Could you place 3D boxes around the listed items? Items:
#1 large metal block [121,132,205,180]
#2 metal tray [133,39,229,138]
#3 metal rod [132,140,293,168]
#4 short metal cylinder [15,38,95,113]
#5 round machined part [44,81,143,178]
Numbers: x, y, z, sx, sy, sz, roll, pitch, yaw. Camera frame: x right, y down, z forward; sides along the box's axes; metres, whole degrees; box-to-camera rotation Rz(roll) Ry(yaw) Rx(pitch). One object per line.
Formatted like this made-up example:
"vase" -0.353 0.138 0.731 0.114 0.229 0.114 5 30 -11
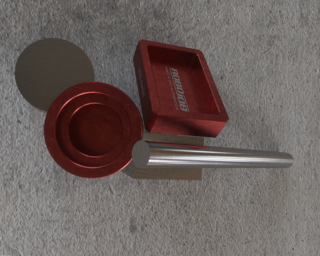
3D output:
"large metal block" -0.002 0.032 0.381 0.081 0.080 0.050 5 89 -20
"metal tray" 0.021 -0.050 0.376 0.091 0.030 0.130 5 49 -20
"metal rod" 0.090 0.037 0.382 0.302 0.025 0.025 7 88 -44
"short metal cylinder" -0.119 -0.056 0.353 0.081 0.050 0.079 0 90 -21
"round machined part" -0.067 0.002 0.330 0.099 0.042 0.097 0 89 0
